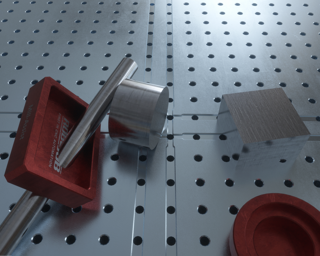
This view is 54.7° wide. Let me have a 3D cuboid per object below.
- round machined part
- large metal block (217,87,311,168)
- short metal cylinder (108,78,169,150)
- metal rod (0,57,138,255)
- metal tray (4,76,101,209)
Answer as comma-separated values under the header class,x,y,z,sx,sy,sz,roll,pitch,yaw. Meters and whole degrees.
class,x,y,z,sx,sy,sz,roll,pitch,yaw
round machined part,0.117,0.116,0.299,0.099,0.042,0.098,0,50,0
large metal block,0.126,-0.002,0.394,0.081,0.050,0.080,-7,51,-6
short metal cylinder,-0.024,-0.018,0.386,0.050,0.080,0.080,14,51,11
metal rod,-0.106,0.027,0.358,0.025,0.025,0.300,20,60,16
metal tray,-0.112,0.014,0.352,0.030,0.090,0.130,-28,45,25
